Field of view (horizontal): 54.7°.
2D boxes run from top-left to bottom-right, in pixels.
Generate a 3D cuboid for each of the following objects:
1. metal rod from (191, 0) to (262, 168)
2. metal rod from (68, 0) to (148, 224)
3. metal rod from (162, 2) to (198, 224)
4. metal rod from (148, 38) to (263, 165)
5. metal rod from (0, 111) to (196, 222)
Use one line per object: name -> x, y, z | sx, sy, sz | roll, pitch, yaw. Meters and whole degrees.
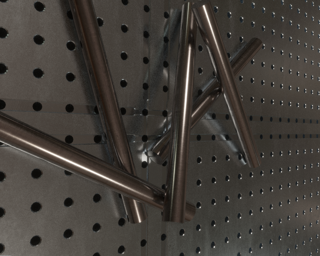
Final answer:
metal rod -> 0.110, -0.047, 0.473 | 0.025, 0.025, 0.299 | -50, 129, -29
metal rod -> -0.061, -0.029, 0.359 | 0.025, 0.025, 0.298 | -22, 104, -38
metal rod -> 0.029, -0.034, 0.397 | 0.025, 0.025, 0.299 | 23, 64, -38
metal rod -> 0.083, -0.056, 0.481 | 0.301, 0.025, 0.025 | -47, 118, -30
metal rod -> -0.076, 0.040, 0.323 | 0.301, 0.025, 0.025 | 31, 70, -29
